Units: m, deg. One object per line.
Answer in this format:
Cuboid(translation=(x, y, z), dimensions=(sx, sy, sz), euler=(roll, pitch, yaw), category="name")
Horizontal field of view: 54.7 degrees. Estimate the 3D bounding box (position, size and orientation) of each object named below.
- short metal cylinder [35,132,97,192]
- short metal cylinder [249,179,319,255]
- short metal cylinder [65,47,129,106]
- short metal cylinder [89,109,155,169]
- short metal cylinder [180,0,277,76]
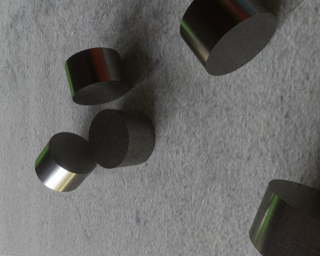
Cuboid(translation=(-0.147, 0.053, 0.487), dimensions=(0.050, 0.081, 0.080), euler=(-47, 63, 30), category="short metal cylinder")
Cuboid(translation=(0.124, 0.085, 0.266), dimensions=(0.080, 0.081, 0.050), euler=(27, 107, 36), category="short metal cylinder")
Cuboid(translation=(-0.089, -0.071, 0.440), dimensions=(0.080, 0.081, 0.050), euler=(-27, 73, 36), category="short metal cylinder")
Cuboid(translation=(-0.054, 0.014, 0.431), dimensions=(0.080, 0.050, 0.079), euler=(0, 90, 39), category="short metal cylinder")
Cuboid(translation=(0.068, -0.099, 0.312), dimensions=(0.080, 0.081, 0.050), euler=(-45, 63, 30), category="short metal cylinder")
